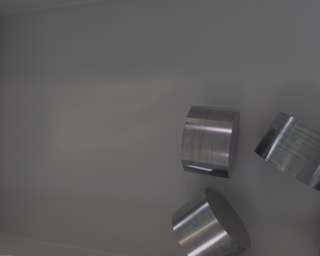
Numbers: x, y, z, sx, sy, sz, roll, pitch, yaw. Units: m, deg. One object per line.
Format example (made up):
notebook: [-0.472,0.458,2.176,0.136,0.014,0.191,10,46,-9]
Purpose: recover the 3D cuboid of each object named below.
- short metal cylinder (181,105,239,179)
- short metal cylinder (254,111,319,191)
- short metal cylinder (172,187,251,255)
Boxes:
short metal cylinder: [0.061,0.015,0.360,0.050,0.080,0.079,7,92,20]
short metal cylinder: [0.149,0.023,0.328,0.080,0.080,0.050,32,101,17]
short metal cylinder: [0.059,0.117,0.360,0.050,0.080,0.080,-41,77,15]
